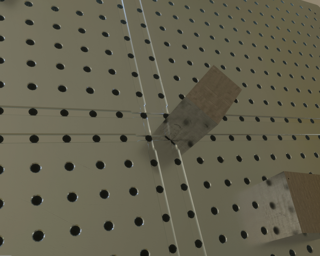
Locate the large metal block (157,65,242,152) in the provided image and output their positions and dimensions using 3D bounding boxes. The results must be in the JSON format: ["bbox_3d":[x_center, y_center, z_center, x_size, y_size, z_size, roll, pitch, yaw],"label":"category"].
[{"bbox_3d":[0.053,-0.025,0.416,0.050,0.080,0.080,41,51,0],"label":"large metal block"}]

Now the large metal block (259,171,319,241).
[{"bbox_3d":[0.194,0.109,0.429,0.081,0.050,0.080,8,58,-24],"label":"large metal block"}]
